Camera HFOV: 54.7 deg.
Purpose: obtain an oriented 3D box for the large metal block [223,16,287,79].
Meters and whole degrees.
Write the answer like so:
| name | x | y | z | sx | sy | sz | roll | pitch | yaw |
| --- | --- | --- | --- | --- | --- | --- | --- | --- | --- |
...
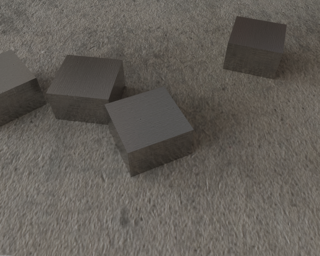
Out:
| name | x | y | z | sx | sy | sz | roll | pitch | yaw |
| --- | --- | --- | --- | --- | --- | --- | --- | --- | --- |
| large metal block | 0.153 | -0.131 | 0.499 | 0.080 | 0.050 | 0.080 | 15 | 51 | 11 |

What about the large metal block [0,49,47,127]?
| name | x | y | z | sx | sy | sz | roll | pitch | yaw |
| --- | --- | --- | --- | --- | --- | --- | --- | --- | --- |
| large metal block | -0.220 | -0.055 | 0.430 | 0.081 | 0.050 | 0.080 | -32 | 57 | -25 |

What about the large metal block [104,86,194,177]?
| name | x | y | z | sx | sy | sz | roll | pitch | yaw |
| --- | --- | --- | --- | --- | --- | --- | --- | --- | --- |
| large metal block | -0.015 | 0.002 | 0.385 | 0.081 | 0.050 | 0.080 | -19 | 53 | -16 |

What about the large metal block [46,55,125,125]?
| name | x | y | z | sx | sy | sz | roll | pitch | yaw |
| --- | --- | --- | --- | --- | --- | --- | --- | --- | --- |
| large metal block | -0.098 | -0.054 | 0.431 | 0.080 | 0.050 | 0.080 | 6 | 50 | 5 |
